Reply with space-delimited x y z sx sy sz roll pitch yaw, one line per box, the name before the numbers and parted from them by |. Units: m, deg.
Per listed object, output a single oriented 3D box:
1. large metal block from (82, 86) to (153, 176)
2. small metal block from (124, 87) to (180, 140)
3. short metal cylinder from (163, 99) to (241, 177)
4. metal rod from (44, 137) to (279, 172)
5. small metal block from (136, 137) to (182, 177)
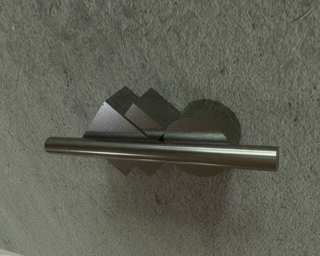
large metal block | -0.046 0.005 0.418 0.080 0.050 0.080 41 129 0
small metal block | -0.008 -0.018 0.386 0.050 0.050 0.025 40 129 0
short metal cylinder | 0.051 0.012 0.371 0.080 0.050 0.079 13 124 21
metal rod | -0.020 0.027 0.368 0.300 0.025 0.025 1 119 27
small metal block | 0.000 0.030 0.412 0.025 0.050 0.050 41 129 0
